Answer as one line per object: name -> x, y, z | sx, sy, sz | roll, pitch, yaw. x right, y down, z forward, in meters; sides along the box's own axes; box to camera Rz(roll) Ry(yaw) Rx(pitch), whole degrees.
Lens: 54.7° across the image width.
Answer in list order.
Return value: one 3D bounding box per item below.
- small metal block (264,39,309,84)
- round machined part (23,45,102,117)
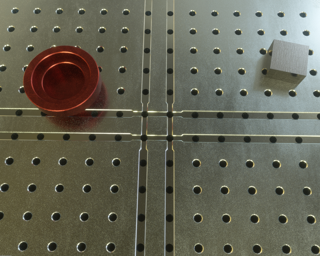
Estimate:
small metal block -> 0.183, -0.096, 0.448 | 0.050, 0.025, 0.050 | 13, 70, 4
round machined part -> -0.129, -0.060, 0.424 | 0.099, 0.042, 0.098 | 0, 70, 0
